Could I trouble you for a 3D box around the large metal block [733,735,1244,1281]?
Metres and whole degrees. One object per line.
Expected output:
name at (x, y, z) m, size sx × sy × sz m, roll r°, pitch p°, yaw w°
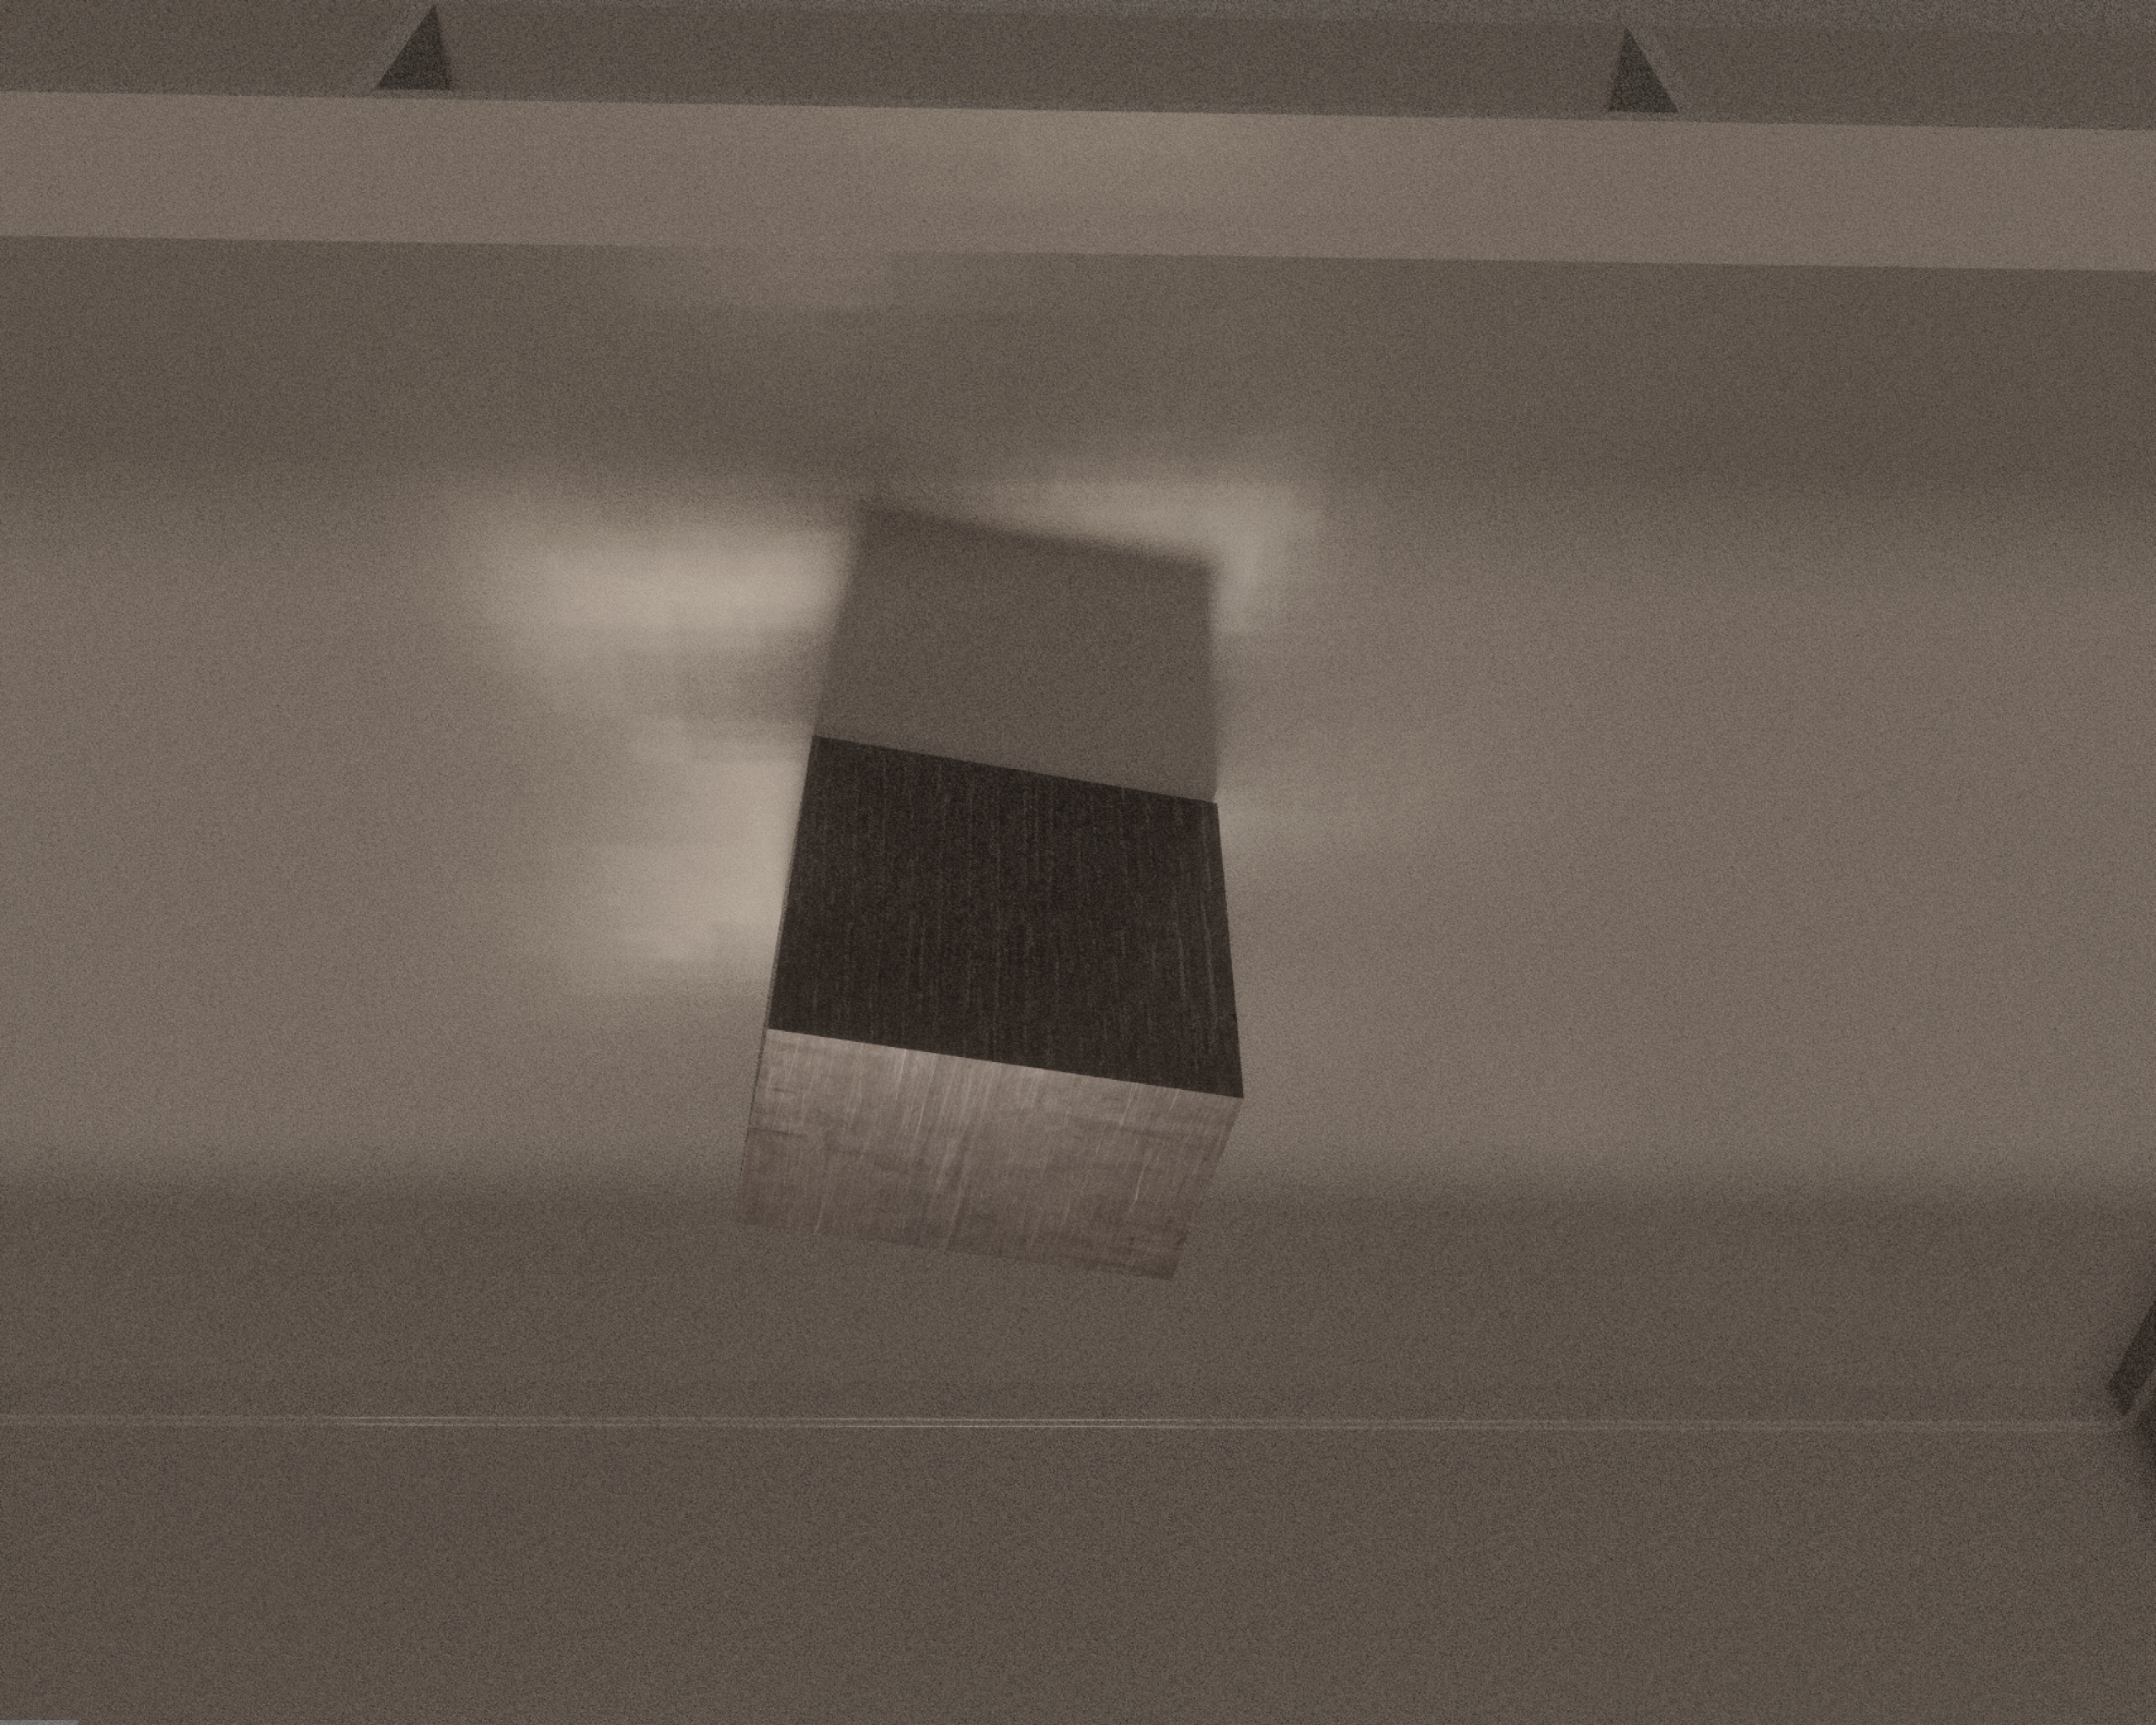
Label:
large metal block at (-0.017, 0.026, 0.392) m, size 0.081 × 0.080 × 0.050 m, roll 9°, pitch 129°, yaw -8°
